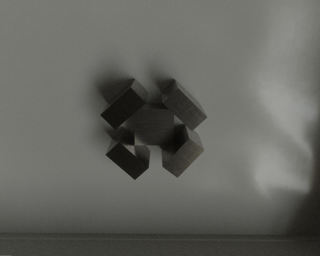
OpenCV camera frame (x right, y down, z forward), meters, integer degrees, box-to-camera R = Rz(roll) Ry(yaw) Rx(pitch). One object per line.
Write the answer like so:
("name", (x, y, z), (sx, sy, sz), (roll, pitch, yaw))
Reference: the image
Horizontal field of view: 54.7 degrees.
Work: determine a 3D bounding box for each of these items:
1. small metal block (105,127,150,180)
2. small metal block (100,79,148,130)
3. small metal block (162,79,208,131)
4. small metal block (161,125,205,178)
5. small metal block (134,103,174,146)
("small metal block", (-0.040, 0.033, 0.408), (0.025, 0.050, 0.050), (-43, 105, 15))
("small metal block", (-0.043, -0.031, 0.384), (0.050, 0.050, 0.025), (-40, 105, 14))
("small metal block", (0.029, -0.029, 0.385), (0.025, 0.050, 0.050), (-43, 106, 13))
("small metal block", (0.028, 0.029, 0.406), (0.025, 0.050, 0.050), (38, 105, -14))
("small metal block", (-0.007, -0.005, 0.407), (0.050, 0.025, 0.050), (1, 110, -1))
